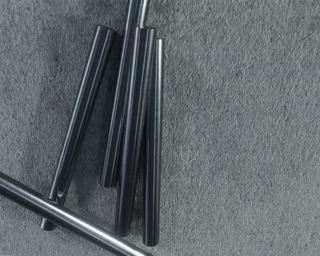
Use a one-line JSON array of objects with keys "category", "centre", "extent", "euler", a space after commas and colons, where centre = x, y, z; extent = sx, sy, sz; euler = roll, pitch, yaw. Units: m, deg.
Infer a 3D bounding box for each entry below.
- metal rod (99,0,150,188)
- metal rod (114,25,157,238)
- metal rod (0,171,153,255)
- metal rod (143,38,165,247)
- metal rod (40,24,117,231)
[{"category": "metal rod", "centre": [-0.043, -0.059, 0.387], "extent": [0.025, 0.025, 0.298], "euler": [11, 110, -4]}, {"category": "metal rod", "centre": [-0.036, 0.022, 0.404], "extent": [0.025, 0.025, 0.298], "euler": [7, 115, -3]}, {"category": "metal rod", "centre": [-0.128, 0.128, 0.432], "extent": [0.301, 0.025, 0.025], "euler": [38, 106, -22]}, {"category": "metal rod", "centre": [-0.011, 0.033, 0.421], "extent": [0.025, 0.025, 0.298], "euler": [1, 110, -1]}, {"category": "metal rod", "centre": [-0.114, 0.013, 0.413], "extent": [0.025, 0.025, 0.298], "euler": [19, 109, -7]}]
